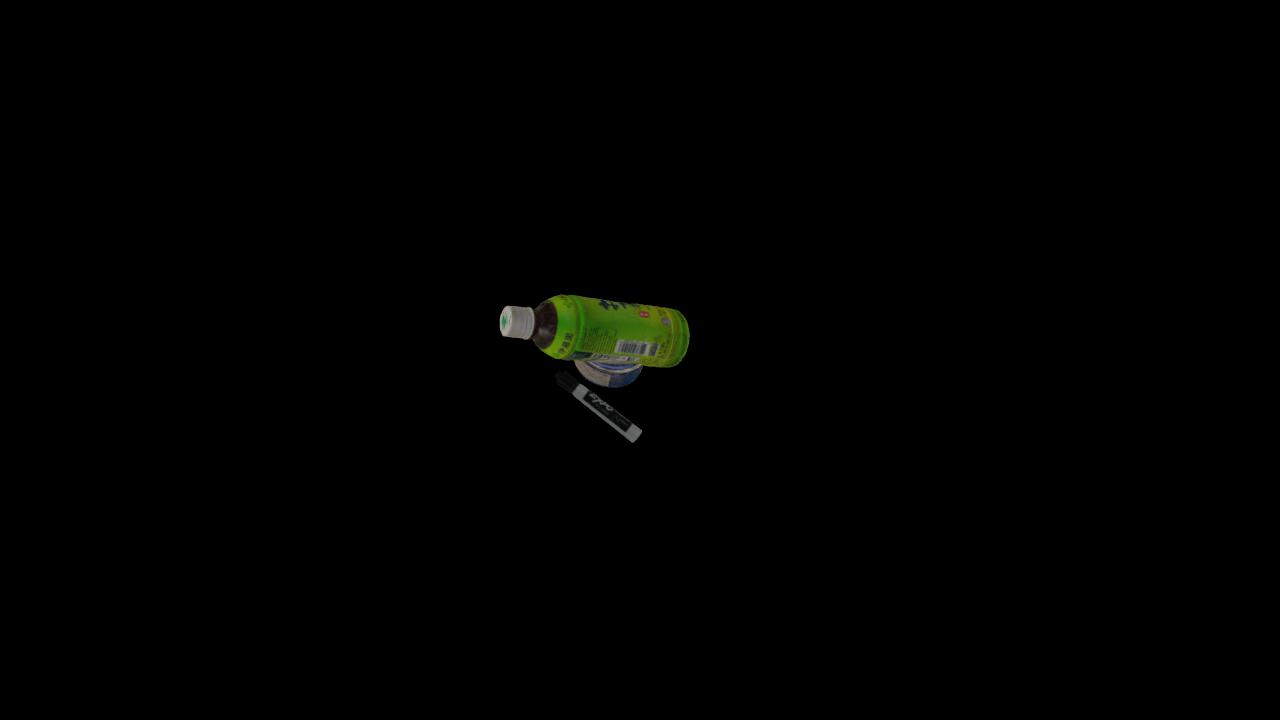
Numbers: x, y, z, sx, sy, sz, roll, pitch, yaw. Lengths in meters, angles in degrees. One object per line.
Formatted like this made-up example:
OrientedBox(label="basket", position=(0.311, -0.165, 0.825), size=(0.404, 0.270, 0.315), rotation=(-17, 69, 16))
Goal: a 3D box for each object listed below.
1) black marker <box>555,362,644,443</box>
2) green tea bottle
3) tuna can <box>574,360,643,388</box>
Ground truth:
OrientedBox(label="black marker", position=(-0.050, 0.053, 0.721), size=(0.121, 0.020, 0.020), rotation=(38, -2, -3))
OrientedBox(label="green tea bottle", position=(-0.045, -0.031, 0.656), size=(0.212, 0.073, 0.073), rotation=(4, -2, -38))
OrientedBox(label="tuna can", position=(-0.034, -0.009, 0.709), size=(0.084, 0.084, 0.034), rotation=(0, -38, -17))
